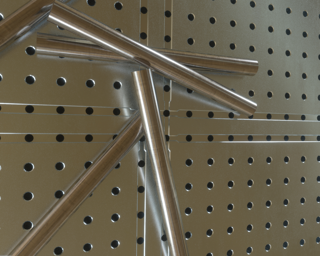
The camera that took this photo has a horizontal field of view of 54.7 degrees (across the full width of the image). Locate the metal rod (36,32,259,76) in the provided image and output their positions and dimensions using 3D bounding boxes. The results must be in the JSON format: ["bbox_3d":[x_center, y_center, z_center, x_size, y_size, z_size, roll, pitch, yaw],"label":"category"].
[{"bbox_3d":[-0.001,-0.094,0.412,0.303,0.025,0.025,2,90,-21],"label":"metal rod"}]

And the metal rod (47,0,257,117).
[{"bbox_3d":[0.011,-0.077,0.395,0.302,0.025,0.025,21,83,-28],"label":"metal rod"}]

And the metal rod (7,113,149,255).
[{"bbox_3d":[-0.104,0.085,0.374,0.025,0.025,0.300,45,76,-15],"label":"metal rod"}]

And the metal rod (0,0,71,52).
[{"bbox_3d":[-0.095,-0.183,0.377,0.301,0.025,0.025,-44,104,-15],"label":"metal rod"}]

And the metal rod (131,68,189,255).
[{"bbox_3d":[0.007,0.074,0.399,0.025,0.025,0.298,-16,102,-20],"label":"metal rod"}]
